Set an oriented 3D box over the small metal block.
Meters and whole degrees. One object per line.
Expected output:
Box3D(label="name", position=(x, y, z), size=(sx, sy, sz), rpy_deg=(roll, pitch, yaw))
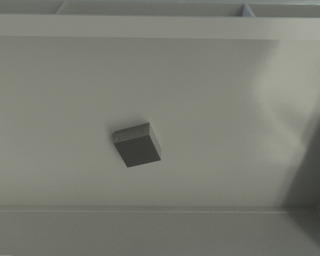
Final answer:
Box3D(label="small metal block", position=(-0.030, 0.025, 0.429), size=(0.050, 0.025, 0.050), rpy_deg=(-14, 129, 11))
